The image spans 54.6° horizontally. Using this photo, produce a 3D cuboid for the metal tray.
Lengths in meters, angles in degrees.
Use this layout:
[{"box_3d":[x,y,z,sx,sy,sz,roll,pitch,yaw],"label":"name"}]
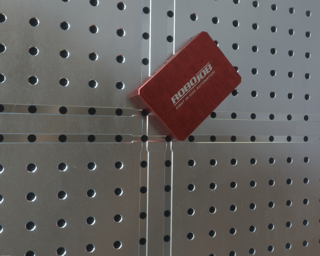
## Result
[{"box_3d":[0.039,-0.056,0.424,0.130,0.030,0.090,-45,104,-15],"label":"metal tray"}]
